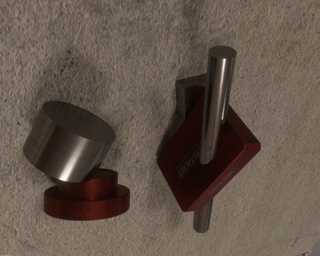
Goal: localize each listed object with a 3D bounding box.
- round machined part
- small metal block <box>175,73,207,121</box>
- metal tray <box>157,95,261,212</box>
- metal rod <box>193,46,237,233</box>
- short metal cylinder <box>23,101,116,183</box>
[{"bbox_3d":[-0.085,0.073,0.367,0.099,0.098,0.042,1,92,-29],"label":"round machined part"},{"bbox_3d":[0.049,-0.041,0.410,0.050,0.025,0.050,-17,125,-19],"label":"small metal block"},{"bbox_3d":[0.054,0.034,0.393,0.030,0.090,0.129,4,133,-39],"label":"metal tray"},{"bbox_3d":[0.060,0.042,0.382,0.025,0.025,0.298,-19,135,-18],"label":"metal rod"},{"bbox_3d":[-0.094,0.013,0.329,0.080,0.080,0.050,20,108,-36],"label":"short metal cylinder"}]
